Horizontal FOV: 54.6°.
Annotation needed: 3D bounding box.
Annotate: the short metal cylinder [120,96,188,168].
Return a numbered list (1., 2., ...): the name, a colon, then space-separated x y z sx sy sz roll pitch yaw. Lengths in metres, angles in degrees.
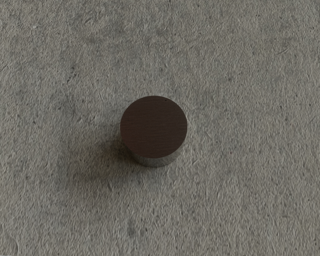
1. short metal cylinder: -0.007 0.006 0.393 0.080 0.050 0.080 0 70 0
